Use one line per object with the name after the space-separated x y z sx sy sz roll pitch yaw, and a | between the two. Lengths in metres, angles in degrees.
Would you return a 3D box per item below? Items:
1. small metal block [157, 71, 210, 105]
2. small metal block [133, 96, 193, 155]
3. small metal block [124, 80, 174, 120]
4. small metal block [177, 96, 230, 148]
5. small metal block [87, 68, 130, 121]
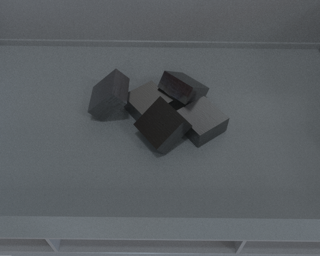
0.034 -0.057 0.436 0.050 0.025 0.050 36 24 25 | small metal block
0.003 -0.004 0.391 0.050 0.025 0.050 -47 59 4 | small metal block
-0.016 -0.034 0.431 0.050 0.025 0.050 -31 57 -24 | small metal block
0.055 -0.009 0.411 0.050 0.025 0.050 -29 56 -23 | small metal block
-0.069 -0.045 0.422 0.050 0.025 0.050 -31 40 32 | small metal block
